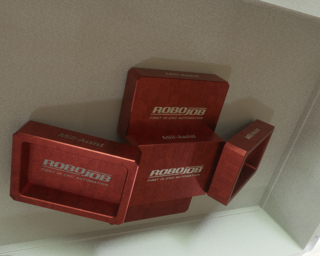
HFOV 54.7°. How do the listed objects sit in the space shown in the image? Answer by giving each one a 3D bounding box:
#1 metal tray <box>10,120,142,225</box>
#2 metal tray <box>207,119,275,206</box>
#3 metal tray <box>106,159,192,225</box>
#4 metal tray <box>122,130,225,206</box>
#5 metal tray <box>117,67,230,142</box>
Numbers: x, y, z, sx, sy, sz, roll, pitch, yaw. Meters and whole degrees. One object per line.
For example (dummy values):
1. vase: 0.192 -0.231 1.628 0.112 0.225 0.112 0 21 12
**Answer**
1. metal tray: -0.094 0.051 0.344 0.131 0.030 0.089 14 115 -3
2. metal tray: 0.122 0.047 0.458 0.131 0.030 0.089 -25 135 -51
3. metal tray: -0.011 0.088 0.450 0.131 0.030 0.089 -1 119 -29
4. metal tray: 0.015 0.050 0.403 0.131 0.030 0.089 -2 119 -28
5. metal tray: 0.018 -0.025 0.396 0.131 0.030 0.089 -1 119 -29
